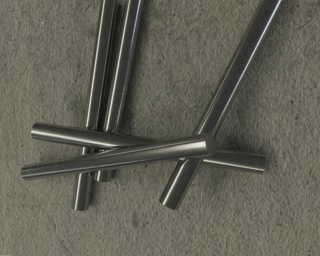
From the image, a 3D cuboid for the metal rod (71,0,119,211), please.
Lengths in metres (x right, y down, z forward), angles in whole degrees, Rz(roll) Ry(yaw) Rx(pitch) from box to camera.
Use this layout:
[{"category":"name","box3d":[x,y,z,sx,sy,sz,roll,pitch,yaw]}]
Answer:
[{"category":"metal rod","box3d":[-0.093,-0.031,0.441,0.025,0.025,0.298,10,93,19]}]

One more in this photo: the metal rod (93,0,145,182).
[{"category":"metal rod","box3d":[-0.053,-0.073,0.427,0.025,0.025,0.298,12,94,19]}]

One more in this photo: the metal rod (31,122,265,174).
[{"category":"metal rod","box3d":[-0.024,0.023,0.397,0.301,0.025,0.025,8,93,12]}]

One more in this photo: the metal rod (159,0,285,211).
[{"category":"metal rod","box3d":[0.078,-0.044,0.357,0.025,0.025,0.299,27,90,18]}]

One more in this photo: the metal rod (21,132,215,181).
[{"category":"metal rod","box3d":[-0.074,0.042,0.396,0.300,0.025,0.025,-11,86,30]}]
